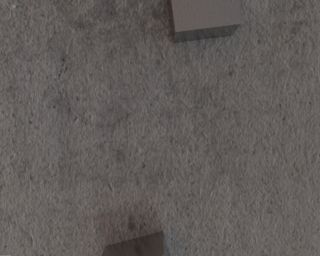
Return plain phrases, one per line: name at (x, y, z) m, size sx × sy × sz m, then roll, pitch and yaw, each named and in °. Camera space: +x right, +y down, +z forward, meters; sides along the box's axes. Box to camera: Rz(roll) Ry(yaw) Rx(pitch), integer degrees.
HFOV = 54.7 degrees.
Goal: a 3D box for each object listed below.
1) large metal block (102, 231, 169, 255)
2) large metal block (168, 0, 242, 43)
large metal block at (-0.028, 0.175, 0.382) m, size 0.080 × 0.080 × 0.050 m, roll -15°, pitch 90°, yaw 0°
large metal block at (0.053, -0.160, 0.398) m, size 0.081 × 0.050 × 0.080 m, roll -7°, pitch 90°, yaw -1°
